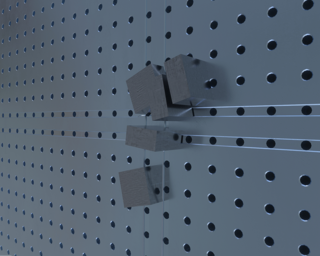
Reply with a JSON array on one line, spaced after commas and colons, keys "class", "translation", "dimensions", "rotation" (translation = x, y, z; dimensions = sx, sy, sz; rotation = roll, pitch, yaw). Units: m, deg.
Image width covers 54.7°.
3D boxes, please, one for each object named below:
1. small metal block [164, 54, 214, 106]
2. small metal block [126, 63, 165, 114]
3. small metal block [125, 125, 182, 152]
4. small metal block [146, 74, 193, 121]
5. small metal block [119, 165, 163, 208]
[{"class": "small metal block", "translation": [0.035, -0.054, 0.363], "dimensions": [0.025, 0.050, 0.050], "rotation": [-19, 78, 38]}, {"class": "small metal block", "translation": [-0.015, -0.051, 0.419], "dimensions": [0.050, 0.025, 0.050], "rotation": [-27, 73, 36]}, {"class": "small metal block", "translation": [-0.008, 0.012, 0.398], "dimensions": [0.050, 0.050, 0.025], "rotation": [10, 96, 39]}, {"class": "small metal block", "translation": [0.012, -0.036, 0.381], "dimensions": [0.025, 0.050, 0.050], "rotation": [-15, 81, 38]}, {"class": "small metal block", "translation": [-0.028, 0.081, 0.430], "dimensions": [0.050, 0.025, 0.050], "rotation": [-17, 79, 38]}]
